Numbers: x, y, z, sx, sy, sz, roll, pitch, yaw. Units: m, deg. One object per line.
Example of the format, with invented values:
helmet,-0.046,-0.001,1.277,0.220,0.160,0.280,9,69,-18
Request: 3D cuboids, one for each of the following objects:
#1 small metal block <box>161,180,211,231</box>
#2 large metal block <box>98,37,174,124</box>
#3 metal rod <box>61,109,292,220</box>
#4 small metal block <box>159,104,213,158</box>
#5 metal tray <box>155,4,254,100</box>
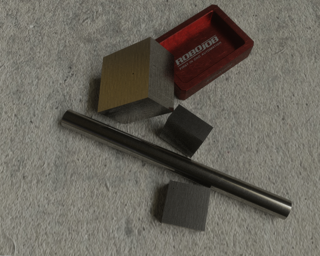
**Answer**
small metal block,0.031,0.094,0.374,0.050,0.025,0.050,11,70,3
large metal block,-0.029,-0.057,0.395,0.080,0.050,0.080,-13,66,34
metal rod,0.015,0.043,0.392,0.301,0.025,0.025,22,72,7
small metal block,0.032,0.005,0.389,0.050,0.050,0.025,35,60,6
metal tray,0.056,-0.111,0.446,0.131,0.030,0.090,-35,74,-12
